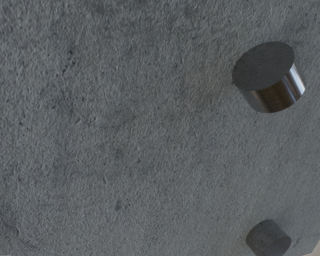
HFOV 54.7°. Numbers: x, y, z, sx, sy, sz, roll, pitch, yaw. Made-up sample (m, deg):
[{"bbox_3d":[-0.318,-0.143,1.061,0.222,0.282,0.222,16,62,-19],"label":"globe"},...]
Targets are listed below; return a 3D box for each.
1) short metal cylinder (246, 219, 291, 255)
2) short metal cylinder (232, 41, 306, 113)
[{"bbox_3d":[0.235,0.246,0.672,0.081,0.050,0.079,-14,124,-21],"label":"short metal cylinder"},{"bbox_3d":[0.143,-0.066,0.409,0.080,0.080,0.050,-45,129,3],"label":"short metal cylinder"}]
